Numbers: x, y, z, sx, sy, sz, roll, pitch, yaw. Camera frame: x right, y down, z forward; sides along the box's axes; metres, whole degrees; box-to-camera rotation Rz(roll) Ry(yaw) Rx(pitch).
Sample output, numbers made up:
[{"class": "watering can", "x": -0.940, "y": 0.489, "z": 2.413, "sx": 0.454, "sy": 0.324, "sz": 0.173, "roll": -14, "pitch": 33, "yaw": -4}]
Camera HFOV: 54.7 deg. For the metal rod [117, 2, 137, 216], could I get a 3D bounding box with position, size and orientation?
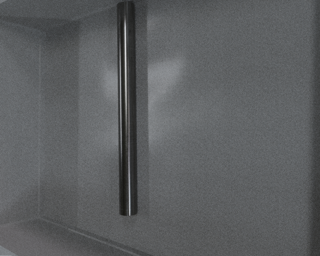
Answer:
[{"class": "metal rod", "x": -0.047, "y": -0.027, "z": 0.443, "sx": 0.025, "sy": 0.025, "sz": 0.298, "roll": -1, "pitch": 89, "yaw": 39}]
